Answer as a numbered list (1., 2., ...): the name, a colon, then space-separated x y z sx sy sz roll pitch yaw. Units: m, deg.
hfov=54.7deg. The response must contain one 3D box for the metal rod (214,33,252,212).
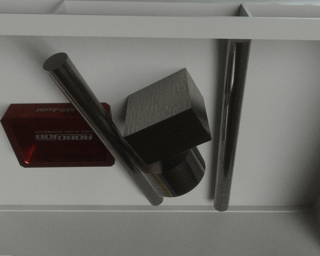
1. metal rod: 0.094 0.017 0.425 0.025 0.025 0.298 -3 130 2

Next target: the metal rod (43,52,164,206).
1. metal rod: -0.051 0.027 0.397 0.025 0.025 0.299 -14 139 11

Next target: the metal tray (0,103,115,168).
1. metal tray: -0.129 0.011 0.413 0.131 0.030 0.089 -1 130 0

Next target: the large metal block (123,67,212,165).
1. large metal block: 0.008 -0.014 0.361 0.080 0.080 0.050 -24 127 18

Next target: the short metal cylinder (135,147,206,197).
1. short metal cylinder: 0.014 0.044 0.411 0.080 0.080 0.050 -19 128 15
